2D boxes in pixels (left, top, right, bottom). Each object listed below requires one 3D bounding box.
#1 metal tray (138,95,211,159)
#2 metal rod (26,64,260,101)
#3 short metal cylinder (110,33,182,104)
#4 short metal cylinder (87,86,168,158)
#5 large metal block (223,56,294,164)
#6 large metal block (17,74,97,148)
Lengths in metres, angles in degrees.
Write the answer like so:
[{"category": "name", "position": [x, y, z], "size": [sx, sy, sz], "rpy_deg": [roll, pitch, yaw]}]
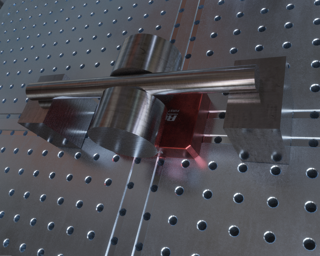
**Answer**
[{"category": "metal tray", "position": [-0.006, -0.010, 0.414], "size": [0.130, 0.030, 0.090], "rpy_deg": [2, 62, 29]}, {"category": "metal rod", "position": [-0.043, -0.048, 0.357], "size": [0.300, 0.025, 0.025], "rpy_deg": [1, 62, 28]}, {"category": "short metal cylinder", "position": [-0.017, -0.071, 0.387], "size": [0.080, 0.080, 0.050], "rpy_deg": [1, 62, 28]}, {"category": "short metal cylinder", "position": [-0.036, -0.004, 0.356], "size": [0.080, 0.080, 0.050], "rpy_deg": [1, 62, 28]}, {"category": "large metal block", "position": [0.107, -0.016, 0.325], "size": [0.050, 0.080, 0.080], "rpy_deg": [1, 62, 29]}, {"category": "large metal block", "position": [-0.149, -0.023, 0.464], "size": [0.050, 0.080, 0.080], "rpy_deg": [1, 62, 29]}]
